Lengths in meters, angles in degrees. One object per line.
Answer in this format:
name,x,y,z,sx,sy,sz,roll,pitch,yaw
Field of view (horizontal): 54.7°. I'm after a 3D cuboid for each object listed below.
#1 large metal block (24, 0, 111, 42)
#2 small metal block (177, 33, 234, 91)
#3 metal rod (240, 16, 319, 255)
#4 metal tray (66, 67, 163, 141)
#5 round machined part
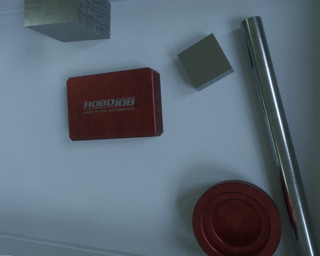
large metal block,-0.123,-0.155,0.423,0.080,0.080,0.050,1,91,19
small metal block,0.058,-0.082,0.390,0.050,0.025,0.050,-29,81,17
metal rod,0.141,0.017,0.360,0.025,0.025,0.298,-14,85,19
metal tray,-0.064,-0.030,0.429,0.130,0.030,0.089,-4,89,19
round machined part,0.091,0.110,0.369,0.098,0.042,0.097,0,90,19
